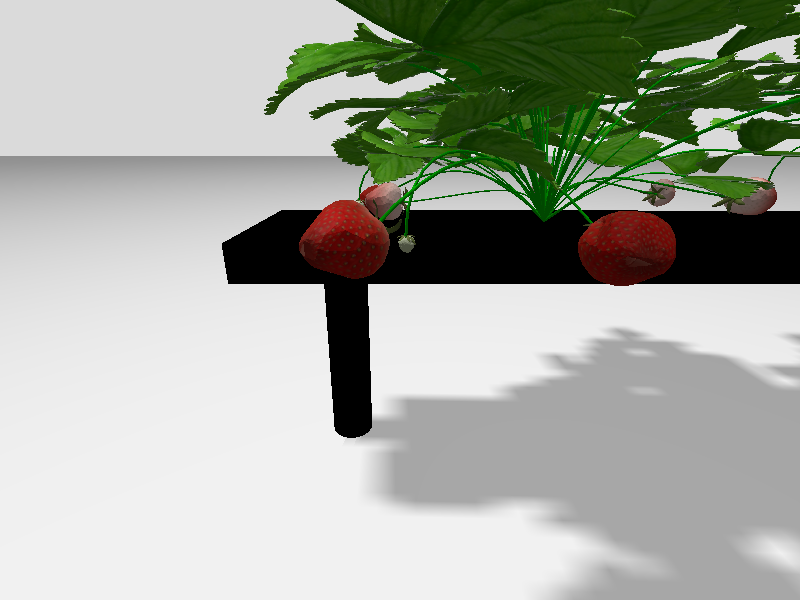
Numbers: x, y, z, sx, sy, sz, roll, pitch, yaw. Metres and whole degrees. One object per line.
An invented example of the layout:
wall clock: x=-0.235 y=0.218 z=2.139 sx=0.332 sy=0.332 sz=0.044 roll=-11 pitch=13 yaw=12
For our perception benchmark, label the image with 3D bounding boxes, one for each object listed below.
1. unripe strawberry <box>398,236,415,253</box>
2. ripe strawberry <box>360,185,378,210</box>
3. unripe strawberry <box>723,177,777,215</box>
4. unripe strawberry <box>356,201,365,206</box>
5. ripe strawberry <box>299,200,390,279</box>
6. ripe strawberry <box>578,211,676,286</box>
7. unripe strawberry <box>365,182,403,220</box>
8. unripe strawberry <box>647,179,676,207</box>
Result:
unripe strawberry: x=0.004 y=-0.032 z=0.231 sx=0.009 sy=0.010 sz=0.010 roll=20 pitch=29 yaw=41
ripe strawberry: x=-0.027 y=-0.101 z=0.396 sx=0.028 sy=0.024 sz=0.028 roll=-2 pitch=19 yaw=22
unripe strawberry: x=0.323 y=-0.095 z=0.367 sx=0.040 sy=0.034 sz=0.039 roll=-2 pitch=21 yaw=-7
unripe strawberry: x=-0.037 y=-0.084 z=0.363 sx=0.010 sy=0.011 sz=0.011 roll=2 pitch=21 yaw=6
ripe strawberry: x=-0.028 y=-0.029 z=0.192 sx=0.042 sy=0.036 sz=0.042 roll=19 pitch=30 yaw=40
ripe strawberry: x=0.101 y=-0.022 z=0.178 sx=0.039 sy=0.035 sz=0.035 roll=3 pitch=22 yaw=7
unripe strawberry: x=-0.014 y=-0.087 z=0.356 sx=0.034 sy=0.033 sz=0.031 roll=2 pitch=21 yaw=6
unripe strawberry: x=0.279 y=-0.114 z=0.425 sx=0.027 sy=0.029 sz=0.025 roll=-11 pitch=24 yaw=-28
